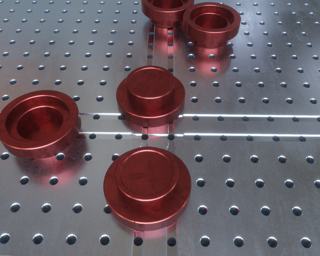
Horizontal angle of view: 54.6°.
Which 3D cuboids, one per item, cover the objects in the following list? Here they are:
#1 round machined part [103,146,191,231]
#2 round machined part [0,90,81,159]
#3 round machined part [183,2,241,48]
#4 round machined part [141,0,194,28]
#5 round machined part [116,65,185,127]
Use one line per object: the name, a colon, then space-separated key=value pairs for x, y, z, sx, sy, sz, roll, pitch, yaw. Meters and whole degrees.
round machined part: x=-0.014 y=0.060 z=0.347 sx=0.099 sy=0.042 sz=0.098 roll=0 pitch=50 yaw=0
round machined part: x=-0.150 y=0.000 z=0.396 sx=0.099 sy=0.042 sz=0.098 roll=0 pitch=50 yaw=0
round machined part: x=0.089 y=-0.178 z=0.547 sx=0.099 sy=0.042 sz=0.098 roll=0 pitch=50 yaw=0
round machined part: x=0.015 y=-0.226 z=0.587 sx=0.099 sy=0.042 sz=0.098 roll=0 pitch=50 yaw=0
round machined part: x=-0.013 y=-0.051 z=0.440 sx=0.099 sy=0.042 sz=0.098 roll=0 pitch=50 yaw=0
